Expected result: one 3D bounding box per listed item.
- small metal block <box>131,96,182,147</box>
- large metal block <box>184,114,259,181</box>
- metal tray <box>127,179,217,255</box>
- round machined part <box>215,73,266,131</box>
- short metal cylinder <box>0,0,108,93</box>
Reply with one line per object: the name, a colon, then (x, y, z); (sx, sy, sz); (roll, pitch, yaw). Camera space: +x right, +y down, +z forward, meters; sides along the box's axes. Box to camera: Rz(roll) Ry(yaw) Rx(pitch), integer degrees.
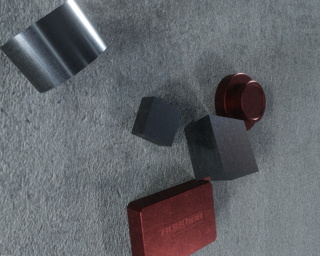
small metal block: (-0.004, -0.008, 0.403); (0.050, 0.025, 0.050); (26, 74, -37)
large metal block: (0.088, 0.031, 0.448); (0.081, 0.050, 0.080); (7, 63, -40)
metal tray: (0.021, 0.130, 0.422); (0.131, 0.030, 0.089); (-11, 97, -40)
round machined part: (0.139, -0.042, 0.513); (0.099, 0.042, 0.097); (0, 90, -40)
short metal cylinder: (-0.097, -0.077, 0.289); (0.080, 0.080, 0.050); (-50, 120, -28)
